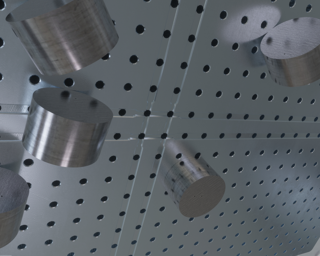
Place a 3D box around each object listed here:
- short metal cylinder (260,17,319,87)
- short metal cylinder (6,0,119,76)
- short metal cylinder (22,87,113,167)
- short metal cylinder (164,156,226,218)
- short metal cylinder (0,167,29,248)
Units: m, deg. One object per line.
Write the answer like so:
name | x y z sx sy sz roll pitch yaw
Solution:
short metal cylinder | 0.181 -0.101 0.412 0.080 0.080 0.050 -39 129 -2
short metal cylinder | -0.084 -0.090 0.274 0.080 0.080 0.050 -30 129 -10
short metal cylinder | -0.095 -0.003 0.322 0.081 0.080 0.050 9 114 -32
short metal cylinder | 0.053 0.091 0.480 0.081 0.050 0.079 -14 125 -21
short metal cylinder | -0.186 0.083 0.325 0.081 0.080 0.050 9 114 -32
